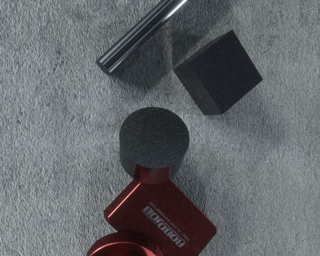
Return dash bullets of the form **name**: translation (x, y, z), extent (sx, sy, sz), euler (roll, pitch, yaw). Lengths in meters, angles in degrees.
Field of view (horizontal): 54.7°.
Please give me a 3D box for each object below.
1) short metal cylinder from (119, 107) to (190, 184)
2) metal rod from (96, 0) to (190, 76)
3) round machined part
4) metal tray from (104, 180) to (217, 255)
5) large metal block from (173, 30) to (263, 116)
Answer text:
- **short metal cylinder**: translation (-0.008, 0.021, 0.375), extent (0.081, 0.050, 0.080), euler (3, 60, -5)
- **metal rod**: translation (0.029, -0.181, 0.420), extent (0.025, 0.025, 0.301), euler (47, 75, -15)
- **round machined part**: translation (-0.043, 0.177, 0.366), extent (0.099, 0.042, 0.097), euler (-1, 107, -2)
- **metal tray**: translation (0.003, 0.124, 0.409), extent (0.090, 0.030, 0.130), euler (-46, 105, -14)
- **large metal block**: translation (0.079, -0.073, 0.426), extent (0.080, 0.050, 0.080), euler (-39, 103, -16)
